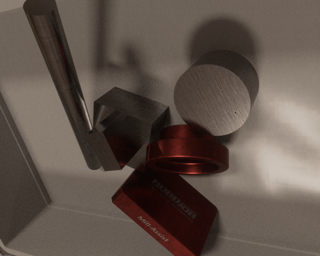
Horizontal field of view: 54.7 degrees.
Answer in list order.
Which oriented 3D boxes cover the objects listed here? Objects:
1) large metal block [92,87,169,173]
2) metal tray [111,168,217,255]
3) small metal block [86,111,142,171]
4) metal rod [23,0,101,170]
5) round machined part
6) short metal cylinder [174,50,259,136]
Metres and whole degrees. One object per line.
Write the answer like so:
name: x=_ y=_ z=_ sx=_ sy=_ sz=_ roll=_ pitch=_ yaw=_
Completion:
large metal block: x=-0.041 y=0.001 z=0.413 sx=0.080 sy=0.050 sz=0.079 roll=21 pitch=126 yaw=15
metal tray: x=0.010 y=0.106 z=0.425 sx=0.130 sy=0.090 sz=0.030 roll=41 pitch=129 yaw=0
small metal block: x=-0.052 y=0.015 z=0.363 sx=0.025 sy=0.050 sz=0.050 roll=-10 pitch=114 yaw=32
metal rod: x=-0.100 y=-0.020 z=0.371 sx=0.025 sy=0.025 sz=0.299 roll=25 pitch=151 yaw=12
round machined part: x=0.033 y=0.026 z=0.374 sx=0.099 sy=0.042 sz=0.098 roll=3 pitch=160 yaw=1
short metal cylinder: x=0.062 y=-0.038 z=0.336 sx=0.080 sy=0.050 sz=0.079 roll=13 pitch=124 yaw=20
